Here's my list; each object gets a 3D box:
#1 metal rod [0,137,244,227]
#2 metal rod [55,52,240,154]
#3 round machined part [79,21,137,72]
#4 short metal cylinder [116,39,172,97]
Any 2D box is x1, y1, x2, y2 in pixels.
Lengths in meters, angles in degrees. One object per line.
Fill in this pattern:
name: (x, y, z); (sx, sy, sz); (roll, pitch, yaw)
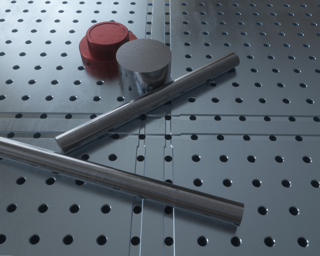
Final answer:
metal rod: (-0.057, 0.058, 0.358); (0.301, 0.025, 0.025); (14, 51, 11)
metal rod: (-0.003, -0.044, 0.444); (0.302, 0.025, 0.025); (-29, 56, -22)
round machined part: (-0.085, -0.140, 0.514); (0.099, 0.042, 0.098); (0, 50, 0)
short metal cylinder: (-0.023, -0.090, 0.467); (0.081, 0.050, 0.080); (0, 50, 0)
